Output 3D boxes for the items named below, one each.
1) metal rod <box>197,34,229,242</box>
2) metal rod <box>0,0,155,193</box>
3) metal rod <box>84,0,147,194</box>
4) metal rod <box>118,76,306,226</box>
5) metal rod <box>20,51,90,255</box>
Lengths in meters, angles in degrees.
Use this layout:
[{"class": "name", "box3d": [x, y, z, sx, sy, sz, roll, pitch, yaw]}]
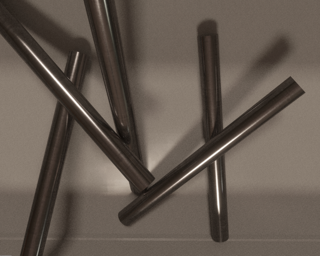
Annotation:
[{"class": "metal rod", "box3d": [0.075, 0.027, 0.422, 0.025, 0.025, 0.298, -7, 110, 2]}, {"class": "metal rod", "box3d": [-0.113, -0.048, 0.350, 0.025, 0.025, 0.300, -41, 90, 13]}, {"class": "metal rod", "box3d": [-0.041, -0.022, 0.340, 0.025, 0.025, 0.298, -5, 134, 1]}, {"class": "metal rod", "box3d": [0.051, 0.043, 0.404, 0.025, 0.025, 0.299, 42, 113, -14]}, {"class": "metal rod", "box3d": [-0.131, 0.055, 0.372, 0.025, 0.025, 0.298, 13, 87, -5]}]
